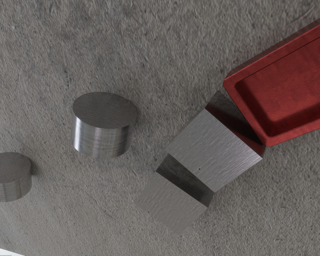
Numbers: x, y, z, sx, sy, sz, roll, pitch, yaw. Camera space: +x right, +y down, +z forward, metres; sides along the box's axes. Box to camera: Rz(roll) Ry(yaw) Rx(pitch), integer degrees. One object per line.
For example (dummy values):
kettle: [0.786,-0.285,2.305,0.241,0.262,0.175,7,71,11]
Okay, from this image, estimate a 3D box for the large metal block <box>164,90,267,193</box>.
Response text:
large metal block: [0.067,0.017,0.366,0.080,0.050,0.080,41,129,0]

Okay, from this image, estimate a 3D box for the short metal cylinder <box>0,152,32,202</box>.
short metal cylinder: [-0.283,0.090,0.576,0.080,0.080,0.050,24,127,14]

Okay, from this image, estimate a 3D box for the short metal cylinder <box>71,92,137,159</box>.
short metal cylinder: [-0.075,-0.005,0.408,0.080,0.080,0.050,25,127,12]

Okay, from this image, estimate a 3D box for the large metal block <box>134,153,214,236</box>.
large metal block: [0.022,0.093,0.437,0.080,0.050,0.079,35,129,5]

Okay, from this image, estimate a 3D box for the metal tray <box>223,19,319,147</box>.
metal tray: [0.140,-0.044,0.302,0.130,0.030,0.090,-29,103,37]
